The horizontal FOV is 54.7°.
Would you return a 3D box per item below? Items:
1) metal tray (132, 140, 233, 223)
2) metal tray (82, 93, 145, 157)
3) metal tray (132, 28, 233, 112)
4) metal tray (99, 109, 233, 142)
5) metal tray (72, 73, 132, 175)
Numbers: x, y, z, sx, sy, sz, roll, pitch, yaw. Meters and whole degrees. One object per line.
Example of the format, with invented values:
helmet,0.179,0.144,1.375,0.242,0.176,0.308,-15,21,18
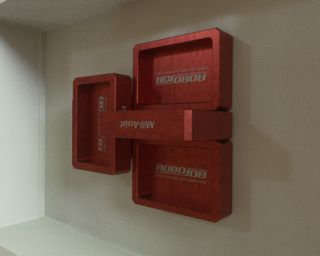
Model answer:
metal tray,0.023,0.056,0.381,0.130,0.030,0.089,1,91,39
metal tray,-0.080,-0.003,0.463,0.130,0.030,0.089,1,90,39
metal tray,0.023,-0.064,0.381,0.130,0.030,0.089,1,91,39
metal tray,0.005,-0.004,0.356,0.130,0.091,0.030,1,91,39
metal tray,-0.081,-0.006,0.426,0.090,0.030,0.129,2,91,39
